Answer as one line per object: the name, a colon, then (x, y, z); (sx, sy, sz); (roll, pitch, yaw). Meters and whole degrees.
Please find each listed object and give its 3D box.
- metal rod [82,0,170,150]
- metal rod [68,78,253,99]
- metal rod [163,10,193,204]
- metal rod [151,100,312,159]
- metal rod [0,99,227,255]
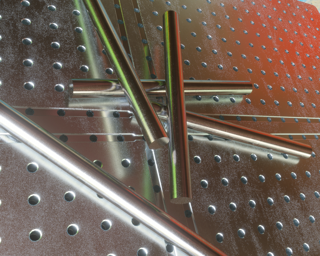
metal rod: (-0.059, -0.102, 0.414); (0.025, 0.025, 0.299); (-8, 58, -32)
metal rod: (0.020, -0.059, 0.456); (0.303, 0.025, 0.025); (-5, 64, -31)
metal rod: (0.020, -0.049, 0.416); (0.025, 0.025, 0.299); (12, 56, -22)
metal rod: (0.107, 0.005, 0.464); (0.302, 0.025, 0.025); (14, 56, -21)
metal rod: (-0.053, 0.067, 0.339); (0.301, 0.025, 0.025); (36, 51, -5)
